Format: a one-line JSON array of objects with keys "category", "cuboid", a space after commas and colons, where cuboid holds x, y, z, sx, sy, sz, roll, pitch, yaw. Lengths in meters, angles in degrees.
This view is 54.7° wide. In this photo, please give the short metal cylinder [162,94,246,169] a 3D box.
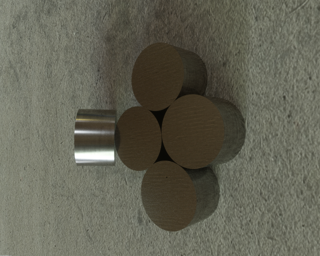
[{"category": "short metal cylinder", "cuboid": [0.049, 0.004, 0.350, 0.080, 0.050, 0.080, 0, 90, 40]}]

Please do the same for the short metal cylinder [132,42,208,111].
[{"category": "short metal cylinder", "cuboid": [0.011, -0.060, 0.381, 0.080, 0.050, 0.080, 0, 90, 40]}]

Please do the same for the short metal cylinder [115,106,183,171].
[{"category": "short metal cylinder", "cuboid": [-0.013, 0.013, 0.401, 0.080, 0.050, 0.080, 0, 90, 40]}]

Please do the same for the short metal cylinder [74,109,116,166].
[{"category": "short metal cylinder", "cuboid": [-0.088, 0.014, 0.436, 0.080, 0.050, 0.080, -177, 88, -84]}]

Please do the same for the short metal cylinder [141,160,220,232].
[{"category": "short metal cylinder", "cuboid": [0.024, 0.077, 0.371, 0.080, 0.050, 0.080, 0, 90, 40]}]
